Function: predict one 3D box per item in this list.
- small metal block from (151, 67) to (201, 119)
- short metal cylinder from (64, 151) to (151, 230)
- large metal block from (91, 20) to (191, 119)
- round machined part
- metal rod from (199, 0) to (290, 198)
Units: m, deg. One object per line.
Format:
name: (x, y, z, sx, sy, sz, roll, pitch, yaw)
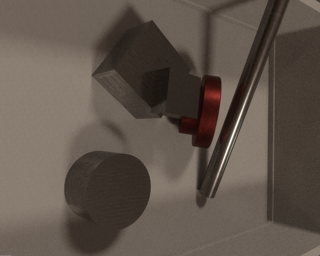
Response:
small metal block: (0.019, -0.038, 0.360, 0.050, 0.025, 0.050, 10, 84, -40)
short metal cylinder: (-0.057, 0.067, 0.344, 0.081, 0.050, 0.079, 0, 90, -40)
large metal block: (-0.020, -0.067, 0.375, 0.080, 0.050, 0.080, 46, 63, -31)
round machined part: (0.051, -0.024, 0.417, 0.042, 0.098, 0.098, 9, 83, 2)
metal rod: (0.113, -0.037, 0.432, 0.025, 0.025, 0.298, 3, 111, -40)
